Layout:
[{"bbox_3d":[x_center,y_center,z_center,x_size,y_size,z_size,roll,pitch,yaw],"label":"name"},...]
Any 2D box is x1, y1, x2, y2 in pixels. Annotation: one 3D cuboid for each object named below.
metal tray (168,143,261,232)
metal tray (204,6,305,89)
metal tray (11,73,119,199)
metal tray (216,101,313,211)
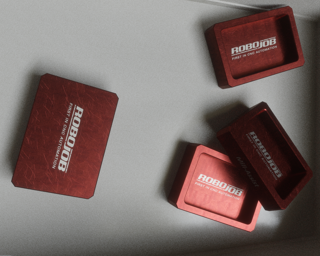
[{"bbox_3d":[0.086,0.085,0.439,0.131,0.030,0.090,23,82,-19],"label":"metal tray"},{"bbox_3d":[0.139,-0.117,0.452,0.131,0.030,0.090,-18,96,-14],"label":"metal tray"},{"bbox_3d":[-0.110,0.011,0.367,0.091,0.030,0.129,15,85,-20],"label":"metal tray"},{"bbox_3d":[0.149,0.038,0.436,0.091,0.030,0.130,-33,89,-33],"label":"metal tray"}]
